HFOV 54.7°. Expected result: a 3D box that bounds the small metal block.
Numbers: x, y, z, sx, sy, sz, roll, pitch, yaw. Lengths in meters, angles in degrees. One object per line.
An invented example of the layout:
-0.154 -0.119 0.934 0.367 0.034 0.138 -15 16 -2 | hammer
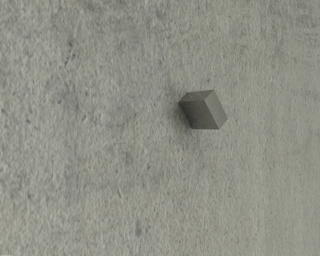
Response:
0.062 -0.025 0.442 0.025 0.050 0.050 -46 118 -30 | small metal block
